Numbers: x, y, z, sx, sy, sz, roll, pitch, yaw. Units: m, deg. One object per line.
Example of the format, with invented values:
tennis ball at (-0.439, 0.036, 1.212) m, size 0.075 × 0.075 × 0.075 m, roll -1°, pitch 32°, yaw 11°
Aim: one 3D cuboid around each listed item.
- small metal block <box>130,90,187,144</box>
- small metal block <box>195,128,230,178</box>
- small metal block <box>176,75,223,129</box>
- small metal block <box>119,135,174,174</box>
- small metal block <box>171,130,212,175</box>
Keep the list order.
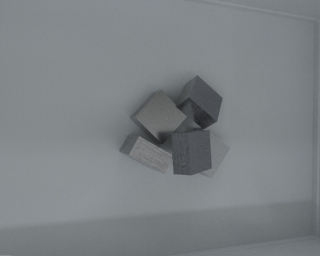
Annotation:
small metal block at (-0.002, -0.014, 0.408) m, size 0.050 × 0.025 × 0.050 m, roll 45°, pitch 76°, yaw -15°
small metal block at (0.061, 0.034, 0.432) m, size 0.050 × 0.025 × 0.050 m, roll 37°, pitch 78°, yaw -17°
small metal block at (0.055, -0.035, 0.418) m, size 0.050 × 0.025 × 0.050 m, roll 39°, pitch 45°, yaw -17°
small metal block at (-0.018, 0.032, 0.389) m, size 0.050 × 0.050 × 0.025 m, roll 31°, pitch 80°, yaw -18°
small metal block at (0.040, 0.029, 0.386) m, size 0.050 × 0.025 × 0.050 m, roll -5°, pitch 92°, yaw -52°
